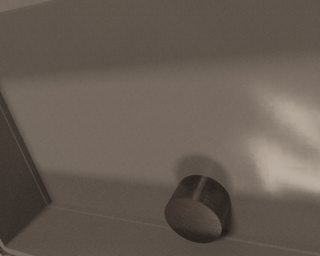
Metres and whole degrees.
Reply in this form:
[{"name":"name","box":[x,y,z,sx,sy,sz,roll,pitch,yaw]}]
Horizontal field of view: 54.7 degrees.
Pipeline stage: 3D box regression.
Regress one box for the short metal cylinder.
[{"name":"short metal cylinder","box":[0.053,0.113,0.433,0.080,0.050,0.079,13,124,20]}]
